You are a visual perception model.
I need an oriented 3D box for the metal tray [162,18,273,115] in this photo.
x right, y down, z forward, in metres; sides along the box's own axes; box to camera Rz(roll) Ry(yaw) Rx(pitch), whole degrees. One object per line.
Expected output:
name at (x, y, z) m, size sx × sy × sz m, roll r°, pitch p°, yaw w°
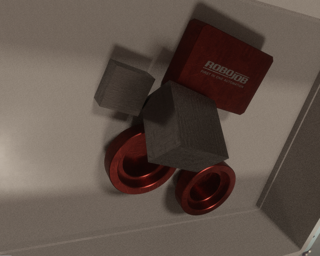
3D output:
metal tray at (0.078, -0.074, 0.404) m, size 0.131 × 0.030 × 0.089 m, roll 13°, pitch 112°, yaw -34°

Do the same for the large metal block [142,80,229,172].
large metal block at (0.029, 0.001, 0.366) m, size 0.080 × 0.080 × 0.050 m, roll 18°, pitch 143°, yaw -40°

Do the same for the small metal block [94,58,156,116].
small metal block at (-0.041, -0.046, 0.359) m, size 0.050 × 0.025 × 0.050 m, roll 14°, pitch 111°, yaw -35°

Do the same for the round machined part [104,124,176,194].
round machined part at (-0.026, 0.036, 0.407) m, size 0.099 × 0.042 × 0.097 m, roll -14°, pitch 125°, yaw -21°

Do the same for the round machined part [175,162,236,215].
round machined part at (0.067, 0.087, 0.490) m, size 0.099 × 0.042 × 0.097 m, roll -14°, pitch 125°, yaw -21°
